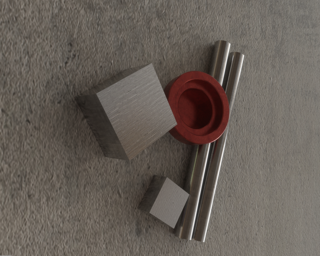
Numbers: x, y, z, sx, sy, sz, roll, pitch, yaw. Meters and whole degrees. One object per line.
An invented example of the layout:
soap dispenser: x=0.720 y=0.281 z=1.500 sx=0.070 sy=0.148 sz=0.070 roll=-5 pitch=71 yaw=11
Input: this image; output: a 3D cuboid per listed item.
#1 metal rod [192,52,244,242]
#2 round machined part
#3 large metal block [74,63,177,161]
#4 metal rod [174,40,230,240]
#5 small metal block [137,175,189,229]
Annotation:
metal rod: x=0.090 y=0.021 z=0.482 sx=0.025 sy=0.025 sz=0.299 roll=24 pitch=75 yaw=-38
round machined part: x=0.043 y=-0.025 z=0.423 sx=0.099 sy=0.042 sz=0.097 roll=4 pitch=82 yaw=-28
large metal block: x=-0.037 y=-0.019 z=0.359 sx=0.080 sy=0.050 sz=0.080 roll=-37 pitch=113 yaw=-34
metal rod: x=0.065 y=0.010 z=0.461 sx=0.025 sy=0.025 sz=0.299 roll=22 pitch=76 yaw=-38
small metal block: x=0.006 y=0.098 z=0.412 sx=0.050 sy=0.025 sz=0.050 roll=42 pitch=64 yaw=-32
